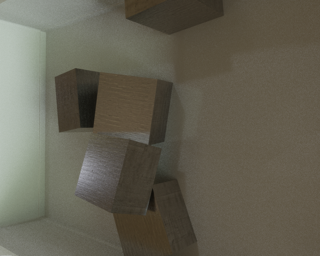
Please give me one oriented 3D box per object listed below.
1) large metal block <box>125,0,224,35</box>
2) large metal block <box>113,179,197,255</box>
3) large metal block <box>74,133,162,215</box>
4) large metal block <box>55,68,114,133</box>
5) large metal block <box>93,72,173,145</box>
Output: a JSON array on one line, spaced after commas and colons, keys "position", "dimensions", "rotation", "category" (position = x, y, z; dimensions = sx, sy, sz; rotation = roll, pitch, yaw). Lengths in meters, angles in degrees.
[{"position": [0.016, -0.152, 0.356], "dimensions": [0.080, 0.081, 0.050], "rotation": [-7, 86, 39], "category": "large metal block"}, {"position": [-0.010, 0.119, 0.397], "dimensions": [0.080, 0.050, 0.080], "rotation": [-28, 73, 36], "category": "large metal block"}, {"position": [-0.052, 0.054, 0.375], "dimensions": [0.080, 0.050, 0.080], "rotation": [6, 80, 47], "category": "large metal block"}, {"position": [-0.100, -0.037, 0.451], "dimensions": [0.050, 0.081, 0.080], "rotation": [-10, 84, 39], "category": "large metal block"}, {"position": [-0.035, -0.026, 0.404], "dimensions": [0.080, 0.050, 0.079], "rotation": [11, 97, 22], "category": "large metal block"}]
